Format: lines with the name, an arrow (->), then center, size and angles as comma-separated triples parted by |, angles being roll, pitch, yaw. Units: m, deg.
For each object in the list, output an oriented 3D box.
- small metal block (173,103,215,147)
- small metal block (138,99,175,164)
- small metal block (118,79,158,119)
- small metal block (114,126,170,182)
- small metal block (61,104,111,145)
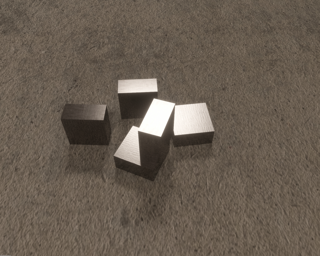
small metal block -> 0.040, -0.005, 0.408 | 0.050, 0.025, 0.050 | -6, 50, -5
small metal block -> -0.003, 0.004, 0.352 | 0.025, 0.050, 0.050 | 15, 51, 11
small metal block -> -0.029, -0.039, 0.419 | 0.050, 0.050, 0.025 | -3, 50, -3
small metal block -> -0.021, 0.030, 0.378 | 0.050, 0.025, 0.050 | 19, 52, 14
small metal block -> -0.091, -0.004, 0.389 | 0.050, 0.050, 0.025 | 2, 50, 1
